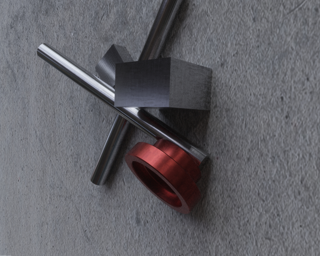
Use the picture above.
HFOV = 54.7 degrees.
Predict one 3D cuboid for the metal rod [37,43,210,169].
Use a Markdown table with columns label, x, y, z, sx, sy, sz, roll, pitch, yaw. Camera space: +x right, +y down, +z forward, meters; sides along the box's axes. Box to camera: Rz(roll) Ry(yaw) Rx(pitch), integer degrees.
| label | x | y | z | sx | sy | sz | roll | pitch | yaw |
| --- | --- | --- | --- | --- | --- | --- | --- | --- | --- |
| metal rod | -0.063 | -0.039 | 0.418 | 0.300 | 0.025 | 0.025 | 35 | 112 | 22 |

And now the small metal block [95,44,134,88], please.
| label | x | y | z | sx | sy | sz | roll | pitch | yaw |
| --- | --- | --- | --- | --- | --- | --- | --- | --- | --- |
| small metal block | -0.063 | -0.086 | 0.455 | 0.050 | 0.025 | 0.050 | -43 | 64 | 31 |

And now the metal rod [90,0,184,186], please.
| label | x | y | z | sx | sy | sz | roll | pitch | yaw |
| --- | --- | --- | --- | --- | --- | --- | --- | --- | --- |
| metal rod | -0.037 | -0.046 | 0.433 | 0.025 | 0.025 | 0.298 | 38 | 113 | 33 |

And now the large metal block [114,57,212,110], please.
| label | x | y | z | sx | sy | sz | roll | pitch | yaw |
| --- | --- | --- | --- | --- | --- | --- | --- | --- | --- |
| large metal block | 0.005 | -0.048 | 0.364 | 0.080 | 0.081 | 0.050 | 4 | 92 | 39 |

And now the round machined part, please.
| label | x | y | z | sx | sy | sz | roll | pitch | yaw |
| --- | --- | --- | --- | --- | --- | --- | --- | --- | --- |
| round machined part | 0.009 | 0.051 | 0.362 | 0.098 | 0.098 | 0.042 | 27 | 63 | 36 |
